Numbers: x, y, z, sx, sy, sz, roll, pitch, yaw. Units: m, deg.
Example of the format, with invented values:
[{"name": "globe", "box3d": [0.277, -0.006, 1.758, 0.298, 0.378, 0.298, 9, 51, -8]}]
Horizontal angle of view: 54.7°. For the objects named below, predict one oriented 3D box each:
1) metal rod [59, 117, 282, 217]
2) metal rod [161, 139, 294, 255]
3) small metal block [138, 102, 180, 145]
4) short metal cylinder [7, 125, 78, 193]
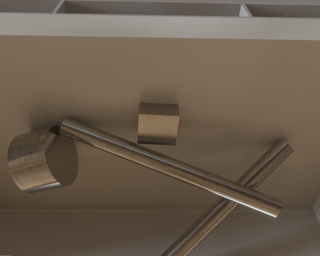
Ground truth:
[{"name": "metal rod", "box3d": [0.015, 0.052, 0.408, 0.301, 0.025, 0.025, 21, 128, -1]}, {"name": "metal rod", "box3d": [0.071, 0.130, 0.437, 0.300, 0.025, 0.025, -45, 121, 1]}, {"name": "small metal block", "box3d": [-0.003, -0.005, 0.405, 0.050, 0.025, 0.050, 3, 130, -3]}, {"name": "short metal cylinder", "box3d": [-0.150, 0.041, 0.406, 0.050, 0.080, 0.080, -14, 129, 11]}]
